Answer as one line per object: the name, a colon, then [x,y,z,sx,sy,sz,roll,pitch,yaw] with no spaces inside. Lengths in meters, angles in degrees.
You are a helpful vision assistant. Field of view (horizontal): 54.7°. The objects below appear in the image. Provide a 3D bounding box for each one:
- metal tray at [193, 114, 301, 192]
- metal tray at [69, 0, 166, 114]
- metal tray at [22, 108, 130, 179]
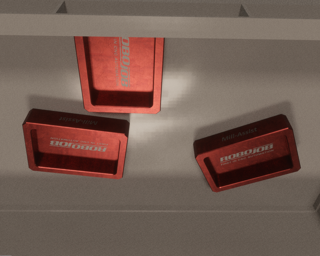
metal tray: [0.124,0.040,0.441,0.130,0.030,0.090,-18,128,14]
metal tray: [-0.042,-0.076,0.340,0.091,0.030,0.129,2,130,-2]
metal tray: [-0.112,0.025,0.424,0.131,0.030,0.089,7,130,-7]
